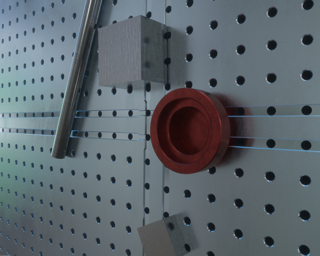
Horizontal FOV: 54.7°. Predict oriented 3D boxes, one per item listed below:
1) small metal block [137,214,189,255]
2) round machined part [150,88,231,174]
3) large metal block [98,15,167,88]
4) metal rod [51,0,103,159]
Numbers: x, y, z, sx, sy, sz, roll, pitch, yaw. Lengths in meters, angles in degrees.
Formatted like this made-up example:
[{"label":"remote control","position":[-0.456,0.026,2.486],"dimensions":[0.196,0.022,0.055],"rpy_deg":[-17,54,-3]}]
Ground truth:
[{"label":"small metal block","position":[0.003,0.147,0.405],"dimensions":[0.050,0.025,0.050],"rpy_deg":[-32,71,35]},{"label":"round machined part","position":[0.039,0.003,0.365],"dimensions":[0.098,0.042,0.097],"rpy_deg":[0,90,39]},{"label":"large metal block","position":[-0.038,-0.098,0.422],"dimensions":[0.080,0.050,0.079],"rpy_deg":[-1,90,39]},{"label":"metal rod","position":[-0.140,-0.088,0.521],"dimensions":[0.025,0.025,0.298],"rpy_deg":[27,107,36]}]
